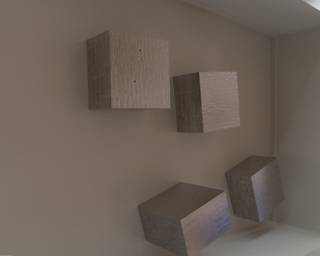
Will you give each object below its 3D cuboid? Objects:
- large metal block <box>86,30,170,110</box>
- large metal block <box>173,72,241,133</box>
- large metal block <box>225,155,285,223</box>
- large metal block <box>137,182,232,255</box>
[{"bbox_3d":[-0.036,-0.062,0.360,0.081,0.050,0.079,-3,92,-40],"label":"large metal block"},{"bbox_3d":[0.069,-0.038,0.447,0.081,0.050,0.079,-9,96,-40],"label":"large metal block"},{"bbox_3d":[0.162,0.100,0.526,0.081,0.050,0.080,-24,105,-38],"label":"large metal block"},{"bbox_3d":[0.031,0.113,0.397,0.081,0.080,0.050,-21,103,-38],"label":"large metal block"}]
